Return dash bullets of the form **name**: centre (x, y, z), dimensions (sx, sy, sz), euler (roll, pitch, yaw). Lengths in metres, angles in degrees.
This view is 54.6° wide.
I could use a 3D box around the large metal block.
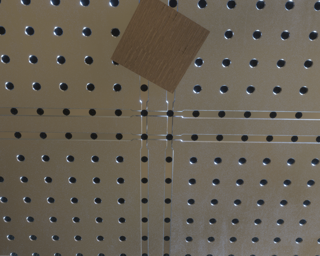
- **large metal block**: centre (0.000, -0.099, 0.363), dimensions (0.080, 0.050, 0.080), euler (28, 108, -10)
